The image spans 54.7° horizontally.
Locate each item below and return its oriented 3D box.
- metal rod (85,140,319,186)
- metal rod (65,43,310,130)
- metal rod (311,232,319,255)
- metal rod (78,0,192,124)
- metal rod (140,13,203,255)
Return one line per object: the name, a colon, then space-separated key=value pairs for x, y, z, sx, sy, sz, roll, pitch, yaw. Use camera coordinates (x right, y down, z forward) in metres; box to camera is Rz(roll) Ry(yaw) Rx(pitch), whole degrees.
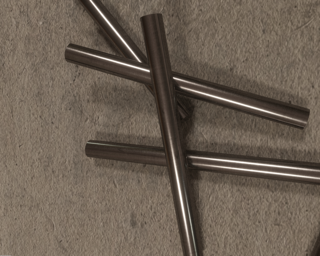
metal rod: x=0.042 y=0.041 z=0.393 sx=0.301 sy=0.025 sz=0.025 roll=5 pitch=92 yaw=19
metal rod: x=0.024 y=-0.054 z=0.378 sx=0.301 sy=0.025 sz=0.025 roll=17 pitch=96 yaw=10
metal rod: x=0.201 y=0.088 z=0.338 sx=0.025 sy=0.025 sz=0.298 roll=20 pitch=96 yaw=18
metal rod: x=-0.058 y=-0.126 z=0.428 sx=0.025 sy=0.025 sz=0.300 roll=-41 pitch=78 yaw=15
metal rod: x=0.017 y=0.020 z=0.369 sx=0.025 sy=0.025 sz=0.298 roll=-7 pitch=100 yaw=19
